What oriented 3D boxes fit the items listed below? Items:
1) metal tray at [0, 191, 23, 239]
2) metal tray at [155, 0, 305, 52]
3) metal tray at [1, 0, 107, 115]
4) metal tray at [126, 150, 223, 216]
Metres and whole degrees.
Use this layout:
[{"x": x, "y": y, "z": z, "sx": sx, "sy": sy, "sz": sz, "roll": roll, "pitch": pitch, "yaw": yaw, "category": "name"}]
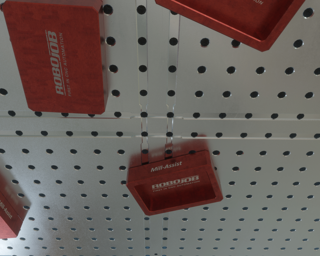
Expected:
[{"x": -0.306, "y": 0.142, "z": 0.527, "sx": 0.090, "sy": 0.030, "sz": 0.129, "roll": -6, "pitch": 130, "yaw": 5, "category": "metal tray"}, {"x": 0.070, "y": -0.138, "z": 0.291, "sx": 0.131, "sy": 0.030, "sz": 0.089, "roll": 19, "pitch": 128, "yaw": -16, "category": "metal tray"}, {"x": -0.108, "y": -0.076, "z": 0.342, "sx": 0.091, "sy": 0.030, "sz": 0.129, "roll": 3, "pitch": 130, "yaw": -3, "category": "metal tray"}, {"x": 0.024, "y": 0.089, "z": 0.483, "sx": 0.130, "sy": 0.030, "sz": 0.090, "roll": -15, "pitch": 129, "yaw": 12, "category": "metal tray"}]
